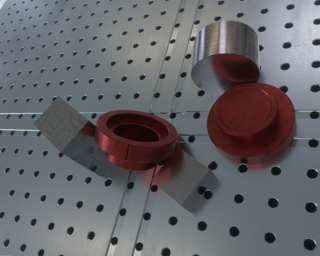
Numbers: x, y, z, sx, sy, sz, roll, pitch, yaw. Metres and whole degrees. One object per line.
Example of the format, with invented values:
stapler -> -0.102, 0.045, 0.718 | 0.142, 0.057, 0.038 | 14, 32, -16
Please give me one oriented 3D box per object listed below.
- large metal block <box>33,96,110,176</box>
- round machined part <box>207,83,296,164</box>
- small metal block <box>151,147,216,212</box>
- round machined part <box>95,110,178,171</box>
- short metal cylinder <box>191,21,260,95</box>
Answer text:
large metal block -> -0.111, 0.011, 0.424 | 0.080, 0.080, 0.050 | 33, 81, 38
round machined part -> 0.100, -0.012, 0.352 | 0.098, 0.042, 0.098 | -13, 56, 21
small metal block -> 0.027, 0.059, 0.358 | 0.050, 0.025, 0.050 | 34, 81, 38
round machined part -> -0.030, 0.017, 0.380 | 0.098, 0.099, 0.042 | 33, 122, 38
short metal cylinder -> 0.081, -0.084, 0.382 | 0.080, 0.080, 0.050 | -6, 59, 25
